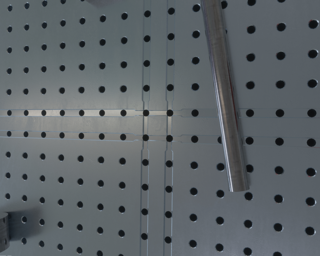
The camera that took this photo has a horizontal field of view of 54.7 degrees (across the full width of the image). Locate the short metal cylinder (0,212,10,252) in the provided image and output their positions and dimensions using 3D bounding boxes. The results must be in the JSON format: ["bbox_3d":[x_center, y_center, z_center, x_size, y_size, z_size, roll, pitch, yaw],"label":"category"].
[{"bbox_3d":[-0.280,0.166,0.482,0.080,0.080,0.050,-4,89,20],"label":"short metal cylinder"}]

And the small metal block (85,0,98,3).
[{"bbox_3d":[-0.091,-0.215,0.444,0.050,0.025,0.050,-10,87,19],"label":"small metal block"}]

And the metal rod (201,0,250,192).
[{"bbox_3d":[0.076,-0.072,0.385,0.025,0.025,0.298,-9,87,20],"label":"metal rod"}]
